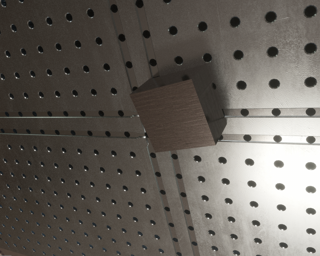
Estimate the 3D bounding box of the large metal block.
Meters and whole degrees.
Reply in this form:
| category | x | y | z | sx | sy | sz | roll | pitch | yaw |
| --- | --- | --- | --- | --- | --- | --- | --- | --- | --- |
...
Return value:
| category | x | y | z | sx | sy | sz | roll | pitch | yaw |
| --- | --- | --- | --- | --- | --- | --- | --- | --- | --- |
| large metal block | 0.024 | -0.022 | 0.368 | 0.080 | 0.050 | 0.080 | -10 | 114 | 32 |
